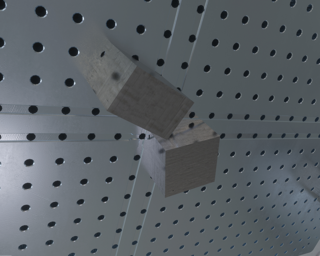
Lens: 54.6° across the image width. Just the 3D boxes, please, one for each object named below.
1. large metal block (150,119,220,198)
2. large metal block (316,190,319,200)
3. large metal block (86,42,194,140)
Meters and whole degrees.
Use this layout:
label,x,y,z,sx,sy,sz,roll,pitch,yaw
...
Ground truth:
label,x,y,z,sx,sy,sz,roll,pitch,yaw
large metal block,0.033,0.041,0.438,0.081,0.050,0.079,-13,124,-21
large metal block,0.417,0.174,0.709,0.050,0.080,0.080,-45,129,3
large metal block,-0.023,-0.040,0.337,0.080,0.080,0.050,27,103,-37
